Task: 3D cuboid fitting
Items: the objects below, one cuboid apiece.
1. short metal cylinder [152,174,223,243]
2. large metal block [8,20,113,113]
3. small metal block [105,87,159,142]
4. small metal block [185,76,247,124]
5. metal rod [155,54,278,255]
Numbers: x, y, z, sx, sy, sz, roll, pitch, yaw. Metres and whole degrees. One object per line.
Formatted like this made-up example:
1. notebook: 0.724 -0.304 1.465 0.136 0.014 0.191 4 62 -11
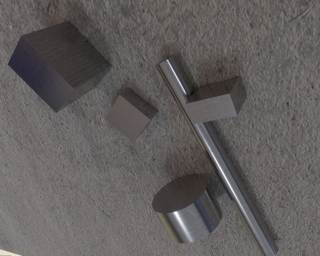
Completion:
1. short metal cylinder: 0.037 0.106 0.417 0.080 0.080 0.050 -16 110 34
2. large metal block: -0.121 -0.078 0.385 0.080 0.080 0.050 46 129 -5
3. small metal block: -0.038 -0.017 0.415 0.050 0.025 0.050 39 129 1
4. small metal block: 0.062 -0.031 0.338 0.050 0.050 0.025 -11 113 32
5. metal rod: 0.079 0.046 0.393 0.025 0.025 0.299 -20 108 35
